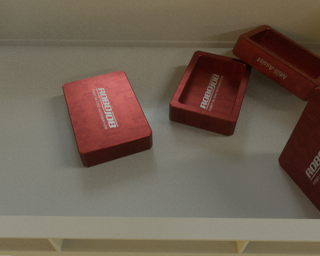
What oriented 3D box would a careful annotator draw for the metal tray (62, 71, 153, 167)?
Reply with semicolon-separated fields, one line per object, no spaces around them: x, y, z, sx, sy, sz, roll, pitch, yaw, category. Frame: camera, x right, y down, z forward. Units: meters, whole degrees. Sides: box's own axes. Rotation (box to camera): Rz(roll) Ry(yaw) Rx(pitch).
-0.073;-0.018;0.416;0.091;0.030;0.130;-16;52;-13;metal tray

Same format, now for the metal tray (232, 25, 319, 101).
0.185;-0.102;0.463;0.130;0.030;0.091;40;46;19;metal tray

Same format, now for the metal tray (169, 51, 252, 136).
0.076;-0.055;0.448;0.090;0.030;0.130;16;52;13;metal tray

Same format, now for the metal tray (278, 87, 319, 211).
0.178;0.027;0.315;0.030;0.129;0.090;-20;53;-16;metal tray
